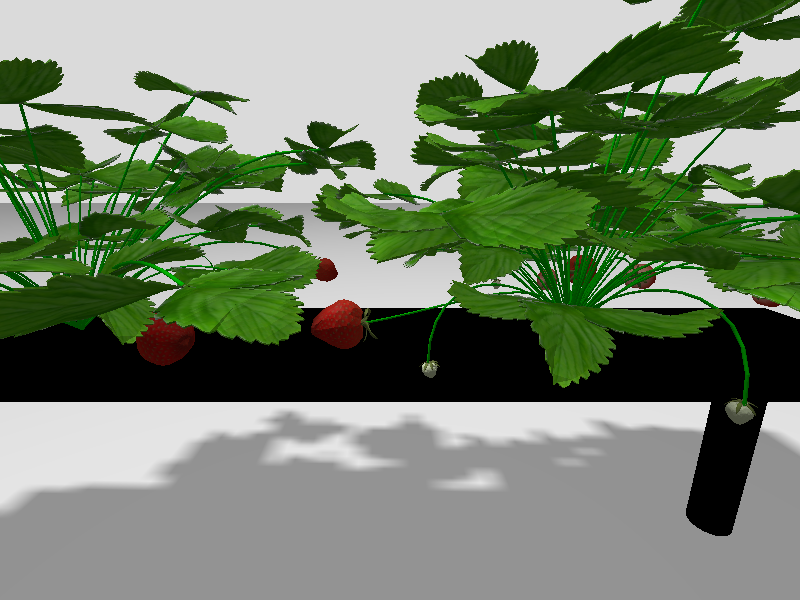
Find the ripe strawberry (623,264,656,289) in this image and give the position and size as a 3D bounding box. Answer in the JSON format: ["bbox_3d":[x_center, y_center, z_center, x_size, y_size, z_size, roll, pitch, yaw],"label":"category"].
[{"bbox_3d":[0.309,-0.031,0.516,0.038,0.032,0.038,15,15,43],"label":"ripe strawberry"}]

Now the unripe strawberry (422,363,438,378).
[{"bbox_3d":[0.020,0.047,0.268,0.010,0.011,0.012,-12,19,-36],"label":"unripe strawberry"}]

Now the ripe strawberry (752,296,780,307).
[{"bbox_3d":[0.405,-0.004,0.437,0.029,0.025,0.029,28,6,-22],"label":"ripe strawberry"}]

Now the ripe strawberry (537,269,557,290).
[{"bbox_3d":[0.188,-0.027,0.513,0.025,0.029,0.027,3,15,12],"label":"ripe strawberry"}]

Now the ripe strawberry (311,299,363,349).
[{"bbox_3d":[-0.051,0.020,0.326,0.043,0.042,0.040,-4,16,-11],"label":"ripe strawberry"}]

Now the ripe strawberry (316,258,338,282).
[{"bbox_3d":[-0.103,-0.041,0.556,0.037,0.031,0.037,15,-6,42],"label":"ripe strawberry"}]

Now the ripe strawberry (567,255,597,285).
[{"bbox_3d":[0.247,-0.042,0.547,0.040,0.043,0.043,7,17,25],"label":"ripe strawberry"}]

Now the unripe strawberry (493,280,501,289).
[{"bbox_3d":[0.120,-0.019,0.498,0.011,0.011,0.010,-4,16,-14],"label":"unripe strawberry"}]

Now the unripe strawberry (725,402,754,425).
[{"bbox_3d":[0.170,0.057,0.200,0.011,0.011,0.011,-1,16,-5],"label":"unripe strawberry"}]

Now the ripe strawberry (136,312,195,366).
[{"bbox_3d":[-0.171,0.028,0.299,0.042,0.041,0.039,9,18,28],"label":"ripe strawberry"}]
